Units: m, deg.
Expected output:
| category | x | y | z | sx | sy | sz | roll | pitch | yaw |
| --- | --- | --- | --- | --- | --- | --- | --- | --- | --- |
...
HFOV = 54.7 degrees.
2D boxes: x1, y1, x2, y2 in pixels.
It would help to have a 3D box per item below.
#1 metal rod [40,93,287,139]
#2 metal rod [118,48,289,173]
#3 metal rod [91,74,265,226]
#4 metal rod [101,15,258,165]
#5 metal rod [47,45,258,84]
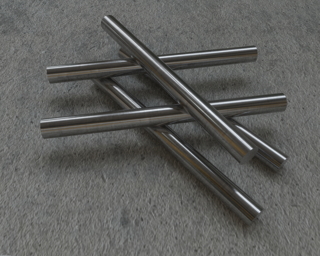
| category | x | y | z | sx | sy | sz | roll | pitch | yaw |
| --- | --- | --- | --- | --- | --- | --- | --- | --- | --- |
| metal rod | 0.010 | -0.016 | 0.387 | 0.302 | 0.025 | 0.025 | -7 | 51 | -6 |
| metal rod | 0.044 | -0.041 | 0.439 | 0.025 | 0.025 | 0.300 | -35 | 59 | -26 |
| metal rod | 0.003 | 0.007 | 0.398 | 0.025 | 0.025 | 0.300 | -34 | 58 | -25 |
| metal rod | 0.006 | -0.066 | 0.396 | 0.025 | 0.025 | 0.300 | -28 | 56 | -22 |
| metal rod | -0.006 | -0.093 | 0.451 | 0.302 | 0.025 | 0.025 | -7 | 51 | -7 |
